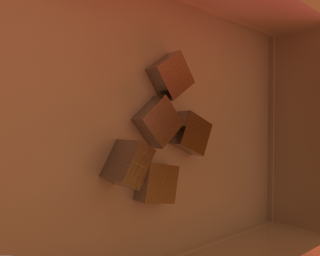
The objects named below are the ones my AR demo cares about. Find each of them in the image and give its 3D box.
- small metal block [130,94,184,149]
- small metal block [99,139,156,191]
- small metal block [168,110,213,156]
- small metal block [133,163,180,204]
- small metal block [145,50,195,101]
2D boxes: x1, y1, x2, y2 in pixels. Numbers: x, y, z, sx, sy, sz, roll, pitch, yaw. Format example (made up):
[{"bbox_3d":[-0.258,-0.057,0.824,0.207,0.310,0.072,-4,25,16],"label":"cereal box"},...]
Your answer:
[{"bbox_3d":[-0.002,-0.008,0.407,0.050,0.025,0.050,-49,119,-29],"label":"small metal block"},{"bbox_3d":[-0.038,0.041,0.360,0.025,0.050,0.050,37,68,-35],"label":"small metal block"},{"bbox_3d":[0.045,0.008,0.447,0.050,0.025,0.050,29,72,-37],"label":"small metal block"},{"bbox_3d":[-0.004,0.072,0.405,0.050,0.025,0.050,13,82,-40],"label":"small metal block"},{"bbox_3d":[0.015,-0.071,0.421,0.050,0.025,0.050,-42,116,-32],"label":"small metal block"}]
